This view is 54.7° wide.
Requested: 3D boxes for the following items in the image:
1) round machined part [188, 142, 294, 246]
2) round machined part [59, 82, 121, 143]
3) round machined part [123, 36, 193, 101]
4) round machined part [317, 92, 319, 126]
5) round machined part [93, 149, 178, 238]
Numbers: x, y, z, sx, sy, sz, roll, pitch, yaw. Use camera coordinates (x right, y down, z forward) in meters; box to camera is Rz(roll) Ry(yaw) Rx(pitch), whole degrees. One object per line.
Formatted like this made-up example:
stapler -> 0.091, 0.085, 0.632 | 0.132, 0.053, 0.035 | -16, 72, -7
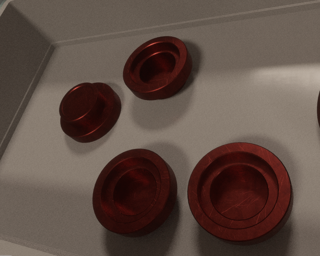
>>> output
round machined part -> 0.081, 0.067, 0.311 | 0.098, 0.042, 0.098 | -13, 56, 20
round machined part -> -0.112, -0.030, 0.470 | 0.098, 0.042, 0.098 | -13, 56, 20
round machined part -> 0.000, -0.080, 0.442 | 0.098, 0.042, 0.098 | -13, 56, 20
round machined part -> 0.195, -0.025, 0.284 | 0.042, 0.097, 0.098 | 8, 60, -8
round machined part -> -0.025, 0.077, 0.360 | 0.098, 0.042, 0.098 | -13, 56, 20
